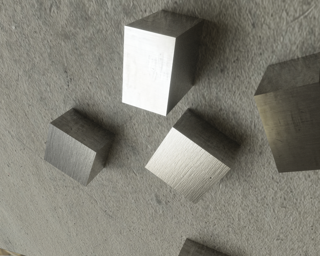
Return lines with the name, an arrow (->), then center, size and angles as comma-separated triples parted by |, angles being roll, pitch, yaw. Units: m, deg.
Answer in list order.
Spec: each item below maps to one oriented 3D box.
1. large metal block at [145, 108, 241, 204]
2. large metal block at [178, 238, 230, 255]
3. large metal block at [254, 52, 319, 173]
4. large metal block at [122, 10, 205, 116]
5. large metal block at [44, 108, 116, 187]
large metal block -> 0.040, 0.036, 0.392 | 0.080, 0.050, 0.079 | 36, 129, 4
large metal block -> 0.068, 0.238, 0.502 | 0.080, 0.050, 0.079 | 17, 125, 18
large metal block -> 0.132, -0.016, 0.292 | 0.050, 0.080, 0.080 | -11, 113, 33
large metal block -> 0.004, -0.071, 0.325 | 0.050, 0.080, 0.079 | 19, 126, 17
large metal block -> -0.124, 0.030, 0.475 | 0.080, 0.050, 0.079 | 31, 129, 8
